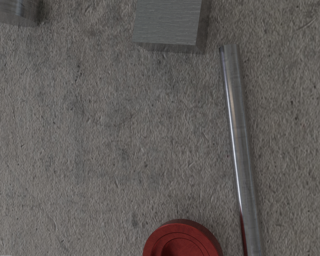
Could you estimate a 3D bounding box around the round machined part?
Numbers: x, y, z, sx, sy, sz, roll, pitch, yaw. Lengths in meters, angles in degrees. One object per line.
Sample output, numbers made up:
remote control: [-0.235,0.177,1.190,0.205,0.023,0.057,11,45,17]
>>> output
round machined part: [0.031,0.163,0.389,0.098,0.042,0.097,0,90,20]

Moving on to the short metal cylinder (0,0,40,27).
short metal cylinder: [-0.222,-0.186,0.458,0.080,0.080,0.050,9,93,19]

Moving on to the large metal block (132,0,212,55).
large metal block: [0.017,-0.140,0.390,0.080,0.050,0.079,9,93,19]

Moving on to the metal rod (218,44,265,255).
metal rod: [0.101,0.049,0.373,0.025,0.025,0.298,-7,88,20]
